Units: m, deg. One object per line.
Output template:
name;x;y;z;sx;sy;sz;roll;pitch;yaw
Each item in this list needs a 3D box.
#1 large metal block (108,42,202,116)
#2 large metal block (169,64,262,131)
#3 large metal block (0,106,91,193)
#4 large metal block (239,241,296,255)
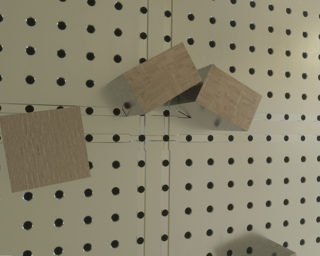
large metal block;-0.009;-0.057;0.381;0.080;0.080;0.050;-32;101;-17
large metal block;0.071;-0.036;0.411;0.080;0.080;0.050;27;81;-18
large metal block;-0.129;0.021;0.352;0.081;0.050;0.079;-9;93;-20
large metal block;0.160;0.228;0.461;0.081;0.050;0.080;-14;95;-20
